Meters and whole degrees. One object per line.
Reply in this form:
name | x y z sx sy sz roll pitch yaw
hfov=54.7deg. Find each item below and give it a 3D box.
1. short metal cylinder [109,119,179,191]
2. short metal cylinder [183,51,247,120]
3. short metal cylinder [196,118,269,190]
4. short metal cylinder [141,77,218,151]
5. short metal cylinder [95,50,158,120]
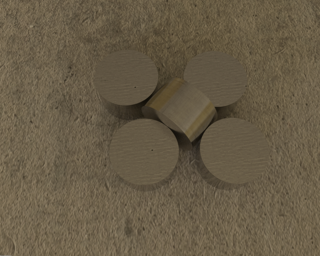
short metal cylinder | -0.018 0.035 0.382 0.081 0.050 0.080 0 70 0
short metal cylinder | 0.070 -0.055 0.415 0.081 0.050 0.080 0 70 0
short metal cylinder | 0.087 0.033 0.384 0.081 0.050 0.080 0 70 0
short metal cylinder | 0.024 -0.017 0.387 0.080 0.080 0.050 38 74 12
short metal cylinder | -0.043 -0.057 0.415 0.081 0.050 0.080 0 70 0
